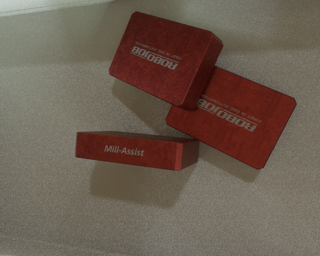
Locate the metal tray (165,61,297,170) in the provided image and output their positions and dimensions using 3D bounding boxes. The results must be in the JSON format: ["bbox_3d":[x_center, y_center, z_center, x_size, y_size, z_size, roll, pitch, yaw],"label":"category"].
[{"bbox_3d":[0.083,-0.019,0.378,0.130,0.030,0.090,27,99,17],"label":"metal tray"}]

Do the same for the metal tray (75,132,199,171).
[{"bbox_3d":[-0.025,0.024,0.383,0.130,0.090,0.030,5,92,19],"label":"metal tray"}]

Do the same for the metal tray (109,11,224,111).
[{"bbox_3d":[0.002,-0.086,0.386,0.130,0.030,0.090,29,99,35],"label":"metal tray"}]
